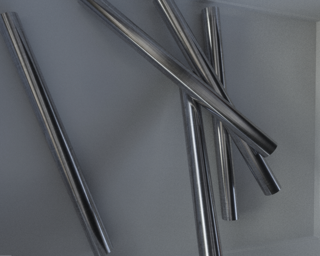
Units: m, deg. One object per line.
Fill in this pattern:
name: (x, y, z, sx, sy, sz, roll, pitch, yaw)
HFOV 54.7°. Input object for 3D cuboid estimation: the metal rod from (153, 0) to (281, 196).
metal rod: (0.078, -0.042, 0.414, 0.025, 0.025, 0.299, -32, 94, -17)

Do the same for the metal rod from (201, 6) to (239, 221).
metal rod: (0.086, -0.018, 0.442, 0.025, 0.025, 0.298, -7, 92, -20)

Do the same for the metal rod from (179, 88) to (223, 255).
metal rod: (0.048, 0.063, 0.361, 0.025, 0.025, 0.299, 6, 62, -20)

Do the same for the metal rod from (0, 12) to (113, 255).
metal rod: (-0.121, 0.014, 0.365, 0.025, 0.025, 0.299, -23, 98, -19)

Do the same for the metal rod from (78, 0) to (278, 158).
metal rod: (0.024, -0.067, 0.385, 0.300, 0.025, 0.025, 39, 77, -3)
